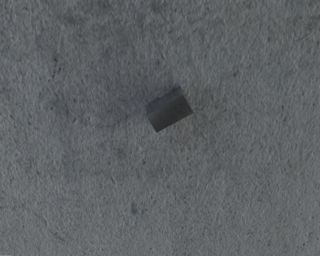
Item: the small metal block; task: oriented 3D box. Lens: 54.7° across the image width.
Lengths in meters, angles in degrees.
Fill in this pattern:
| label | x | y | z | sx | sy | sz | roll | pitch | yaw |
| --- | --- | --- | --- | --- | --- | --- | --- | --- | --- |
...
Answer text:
| label | x | y | z | sx | sy | sz | roll | pitch | yaw |
| --- | --- | --- | --- | --- | --- | --- | --- | --- | --- |
| small metal block | 0.011 | -0.025 | 0.388 | 0.050 | 0.050 | 0.025 | -29 | 108 | 10 |
